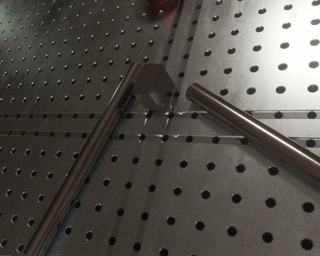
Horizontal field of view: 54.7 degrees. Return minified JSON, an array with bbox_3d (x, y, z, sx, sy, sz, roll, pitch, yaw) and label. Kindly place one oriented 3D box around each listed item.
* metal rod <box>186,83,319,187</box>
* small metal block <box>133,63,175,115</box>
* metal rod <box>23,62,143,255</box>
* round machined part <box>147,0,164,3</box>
[{"bbox_3d":[0.135,0.026,0.321,0.025,0.025,0.300,-47,52,-5],"label":"metal rod"},{"bbox_3d":[-0.006,-0.053,0.427,0.025,0.050,0.050,5,64,30],"label":"small metal block"},{"bbox_3d":[-0.097,0.033,0.436,0.025,0.025,0.300,14,69,33],"label":"metal rod"},{"bbox_3d":[-0.006,-0.268,0.563,0.098,0.042,0.098,-13,56,20],"label":"round machined part"}]
